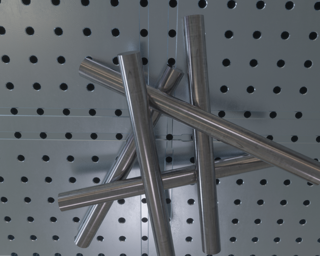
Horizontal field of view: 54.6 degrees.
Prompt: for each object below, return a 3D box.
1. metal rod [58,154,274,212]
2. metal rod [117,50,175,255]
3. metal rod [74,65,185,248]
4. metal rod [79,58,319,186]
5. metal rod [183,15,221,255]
[{"bbox_3d":[0.016,0.069,0.420,0.302,0.025,0.025,-11,110,-3],"label":"metal rod"},{"bbox_3d":[-0.011,0.057,0.384,0.025,0.025,0.298,-8,112,3],"label":"metal rod"},{"bbox_3d":[-0.050,0.051,0.431,0.025,0.025,0.298,26,108,-9],"label":"metal rod"},{"bbox_3d":[0.040,-0.012,0.360,0.301,0.025,0.025,25,109,10],"label":"metal rod"},{"bbox_3d":[0.054,0.015,0.389,0.025,0.025,0.298,-5,99,2],"label":"metal rod"}]
